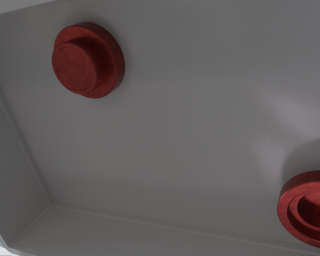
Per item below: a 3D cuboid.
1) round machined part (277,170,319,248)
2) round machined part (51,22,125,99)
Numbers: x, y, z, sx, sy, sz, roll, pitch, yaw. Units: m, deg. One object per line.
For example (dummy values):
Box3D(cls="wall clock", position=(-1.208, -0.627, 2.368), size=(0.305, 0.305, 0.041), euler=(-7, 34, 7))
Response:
Box3D(cls="round machined part", position=(0.188, 0.088, 0.352), size=(0.098, 0.042, 0.097), euler=(13, 124, 21))
Box3D(cls="round machined part", position=(-0.098, -0.082, 0.399), size=(0.098, 0.042, 0.097), euler=(13, 124, 21))
